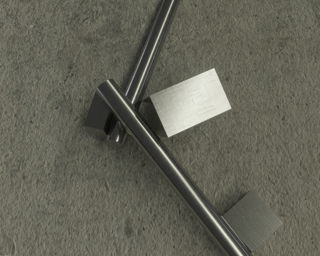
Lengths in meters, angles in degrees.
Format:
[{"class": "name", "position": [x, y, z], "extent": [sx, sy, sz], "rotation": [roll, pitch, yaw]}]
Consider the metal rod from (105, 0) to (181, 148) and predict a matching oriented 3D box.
[{"class": "metal rod", "position": [-0.011, -0.111, 0.437], "extent": [0.025, 0.025, 0.300], "rotation": [17, 67, 5]}]

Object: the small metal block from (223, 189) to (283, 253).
[{"class": "small metal block", "position": [0.107, 0.110, 0.369], "extent": [0.050, 0.025, 0.050], "rotation": [-38, 75, -13]}]

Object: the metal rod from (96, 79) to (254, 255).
[{"class": "metal rod", "position": [0.027, 0.066, 0.355], "extent": [0.025, 0.025, 0.300], "rotation": [-38, 85, -13]}]

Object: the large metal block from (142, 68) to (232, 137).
[{"class": "large metal block", "position": [0.028, -0.029, 0.383], "extent": [0.080, 0.080, 0.050], "rotation": [-24, 94, -9]}]

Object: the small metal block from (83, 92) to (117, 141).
[{"class": "small metal block", "position": [-0.071, -0.014, 0.398], "extent": [0.025, 0.050, 0.050], "rotation": [12, 70, 9]}]
